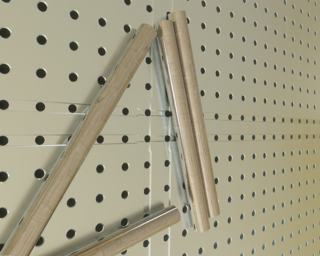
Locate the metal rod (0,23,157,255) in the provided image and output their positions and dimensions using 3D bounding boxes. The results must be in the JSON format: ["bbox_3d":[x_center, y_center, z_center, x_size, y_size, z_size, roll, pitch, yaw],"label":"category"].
[{"bbox_3d":[-0.078,0.002,0.342,0.025,0.025,0.300,41,65,-33],"label":"metal rod"}]

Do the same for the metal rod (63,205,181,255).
[{"bbox_3d":[-0.095,0.146,0.329,0.302,0.025,0.025,-14,99,-39],"label":"metal rod"}]

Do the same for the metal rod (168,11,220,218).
[{"bbox_3d":[0.051,-0.013,0.450,0.025,0.025,0.298,-19,102,-38],"label":"metal rod"}]

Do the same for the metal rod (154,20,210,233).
[{"bbox_3d":[0.033,0.004,0.435,0.025,0.025,0.298,-19,102,-38],"label":"metal rod"}]
